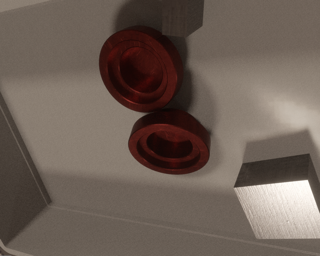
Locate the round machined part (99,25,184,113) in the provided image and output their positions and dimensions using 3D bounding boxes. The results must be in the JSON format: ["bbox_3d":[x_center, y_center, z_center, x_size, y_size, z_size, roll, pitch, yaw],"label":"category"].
[{"bbox_3d":[-0.018,-0.071,0.362,0.098,0.042,0.097,13,124,20],"label":"round machined part"}]

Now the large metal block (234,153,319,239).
[{"bbox_3d":[0.145,0.083,0.367,0.080,0.050,0.080,-14,111,33],"label":"large metal block"}]

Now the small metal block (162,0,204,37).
[{"bbox_3d":[0.024,-0.121,0.304,0.025,0.050,0.050,13,124,21],"label":"small metal block"}]

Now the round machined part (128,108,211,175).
[{"bbox_3d":[0.013,0.013,0.384,0.099,0.042,0.097,7,139,7],"label":"round machined part"}]
